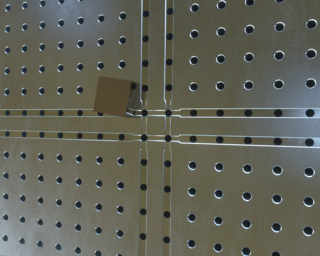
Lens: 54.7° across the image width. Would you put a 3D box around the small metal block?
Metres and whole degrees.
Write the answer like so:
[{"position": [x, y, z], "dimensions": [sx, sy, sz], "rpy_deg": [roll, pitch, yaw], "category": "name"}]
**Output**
[{"position": [-0.061, -0.043, 0.433], "dimensions": [0.050, 0.025, 0.050], "rpy_deg": [11, 94, 19], "category": "small metal block"}]
